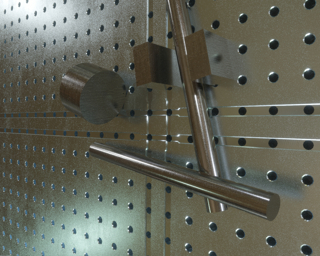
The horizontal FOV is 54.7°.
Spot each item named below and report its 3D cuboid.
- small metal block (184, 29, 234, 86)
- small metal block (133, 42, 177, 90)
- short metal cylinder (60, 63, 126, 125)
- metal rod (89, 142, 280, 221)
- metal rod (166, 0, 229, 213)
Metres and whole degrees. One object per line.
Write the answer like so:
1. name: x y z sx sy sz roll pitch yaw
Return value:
1. small metal block: 0.056 -0.077 0.347 0.025 0.050 0.050 -14 81 39
2. small metal block: -0.006 -0.078 0.398 0.025 0.050 0.050 -10 84 39
3. short metal cylinder: -0.097 -0.051 0.454 0.050 0.081 0.079 25 106 37
4. metal rod: 0.000 0.053 0.385 0.300 0.025 0.025 10 97 46
5. metal rod: 0.040 -0.051 0.376 0.025 0.025 0.298 -17 79 39
